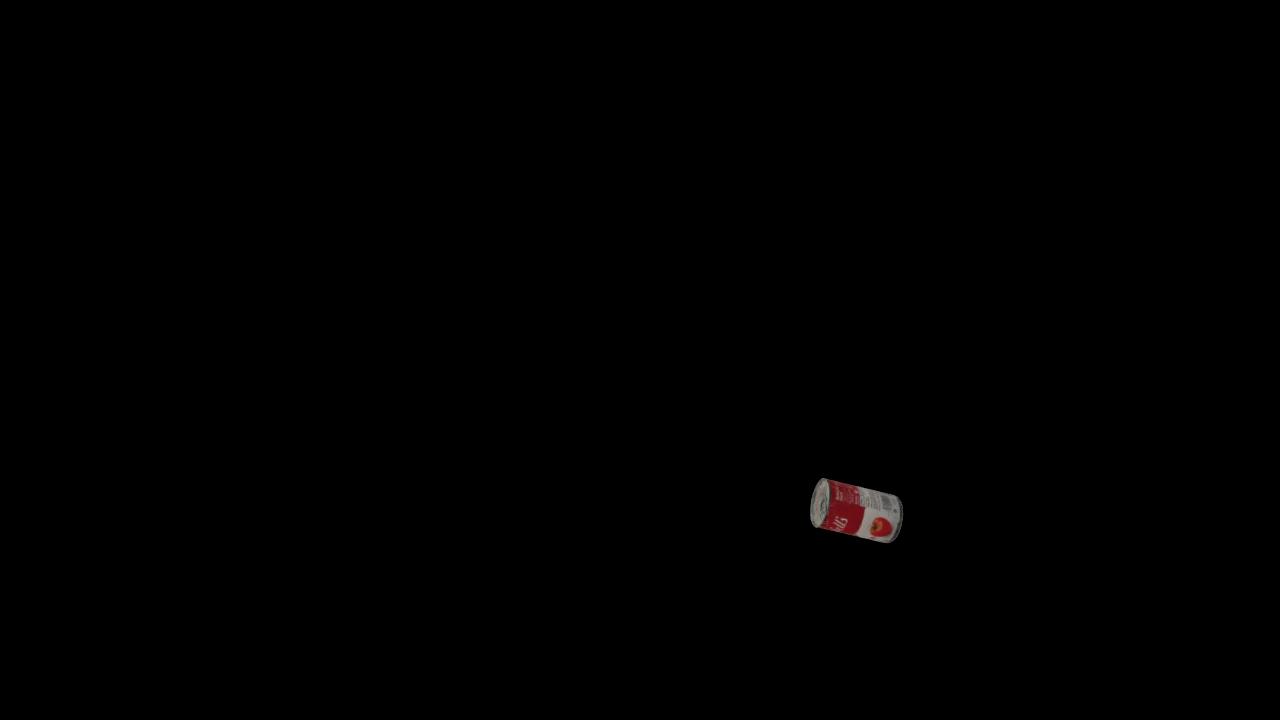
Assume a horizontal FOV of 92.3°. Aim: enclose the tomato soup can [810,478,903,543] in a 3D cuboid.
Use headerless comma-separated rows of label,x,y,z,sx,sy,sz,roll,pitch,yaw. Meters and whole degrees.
tomato soup can,0.289,0.202,0.826,0.101,0.068,0.068,13,0,-1
